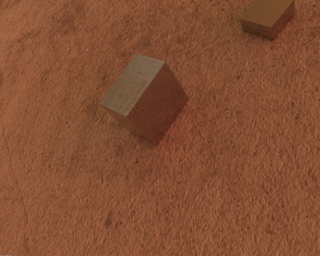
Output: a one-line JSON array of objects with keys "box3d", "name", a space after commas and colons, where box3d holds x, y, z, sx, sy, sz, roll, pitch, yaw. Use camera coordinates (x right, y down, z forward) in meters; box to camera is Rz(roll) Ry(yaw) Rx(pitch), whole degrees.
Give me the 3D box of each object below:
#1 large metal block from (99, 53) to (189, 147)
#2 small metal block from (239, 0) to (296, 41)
[{"box3d": [-0.017, -0.035, 0.399, 0.050, 0.080, 0.080, 25, 75, 36], "name": "large metal block"}, {"box3d": [0.146, -0.152, 0.421, 0.050, 0.025, 0.050, 34, 81, 38], "name": "small metal block"}]
